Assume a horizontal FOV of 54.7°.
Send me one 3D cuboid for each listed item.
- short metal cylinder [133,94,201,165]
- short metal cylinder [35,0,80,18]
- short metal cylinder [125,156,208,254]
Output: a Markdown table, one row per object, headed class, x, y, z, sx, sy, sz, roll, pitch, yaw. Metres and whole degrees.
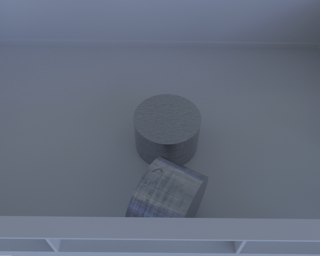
| class | x | y | z | sx | sy | sz | roll | pitch | yaw |
| --- | --- | --- | --- | --- | --- | --- | --- | --- | --- |
| short metal cylinder | 0.009 | 0.003 | 0.386 | 0.081 | 0.050 | 0.080 | 0 | 50 | 0 |
| short metal cylinder | -0.190 | -0.258 | 0.586 | 0.080 | 0.080 | 0.050 | 5 | 50 | 3 |
| short metal cylinder | 0.008 | 0.075 | 0.307 | 0.050 | 0.080 | 0.080 | 23 | 54 | 18 |
